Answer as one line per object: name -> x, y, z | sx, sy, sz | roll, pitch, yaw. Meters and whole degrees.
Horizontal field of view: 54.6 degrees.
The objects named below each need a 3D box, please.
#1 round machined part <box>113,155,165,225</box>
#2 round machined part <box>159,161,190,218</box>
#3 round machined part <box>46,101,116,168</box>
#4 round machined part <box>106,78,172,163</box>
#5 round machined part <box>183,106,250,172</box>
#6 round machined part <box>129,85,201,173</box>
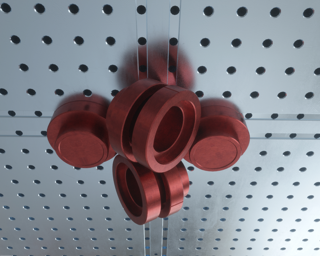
round machined part -> -0.025, 0.077, 0.423 | 0.042, 0.098, 0.097 | -16, 137, -30
round machined part -> 0.005, 0.072, 0.437 | 0.042, 0.098, 0.097 | -15, 137, -30
round machined part -> -0.101, 0.016, 0.412 | 0.099, 0.042, 0.097 | 0, 130, 0
round machined part -> -0.025, -0.012, 0.368 | 0.042, 0.099, 0.098 | 25, 140, 33
round machined part -> 0.072, 0.021, 0.419 | 0.099, 0.042, 0.097 | 0, 130, 0
round machined part -> 0.002, -0.002, 0.353 | 0.042, 0.099, 0.098 | 25, 140, 33
